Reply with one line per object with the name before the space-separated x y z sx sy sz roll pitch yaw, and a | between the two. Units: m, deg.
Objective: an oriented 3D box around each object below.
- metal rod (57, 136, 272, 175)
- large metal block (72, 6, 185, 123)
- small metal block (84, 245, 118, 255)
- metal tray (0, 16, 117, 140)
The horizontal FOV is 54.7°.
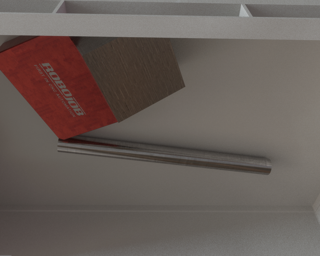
metal rod | 0.011 0.039 0.442 0.302 0.025 0.025 7 130 -7
large metal block | -0.030 -0.065 0.318 0.080 0.050 0.080 -29 129 -8
small metal block | -0.123 0.271 0.641 0.050 0.025 0.050 -23 127 18
metal tray | -0.111 -0.051 0.361 0.090 0.030 0.130 -18 128 14
